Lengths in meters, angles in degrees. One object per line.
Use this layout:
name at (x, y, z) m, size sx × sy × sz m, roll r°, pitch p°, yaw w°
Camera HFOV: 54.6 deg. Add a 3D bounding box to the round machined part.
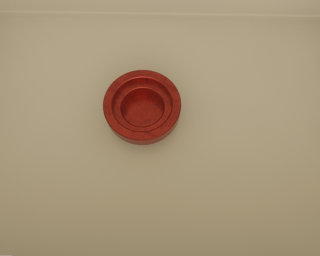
round machined part at (-0.023, -0.024, 0.409) m, size 0.099 × 0.042 × 0.098 m, roll 0°, pitch 70°, yaw 0°
